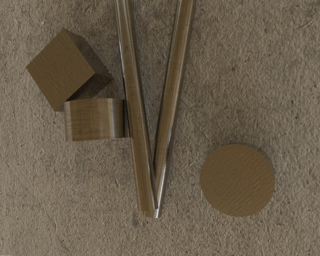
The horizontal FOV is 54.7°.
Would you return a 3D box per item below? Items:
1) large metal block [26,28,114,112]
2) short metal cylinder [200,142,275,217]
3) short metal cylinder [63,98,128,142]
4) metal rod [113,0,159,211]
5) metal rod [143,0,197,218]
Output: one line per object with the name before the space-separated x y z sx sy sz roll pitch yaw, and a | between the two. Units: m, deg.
large metal block | -0.128 -0.078 0.441 0.080 0.050 0.080 -39 78 16
short metal cylinder | 0.092 0.057 0.363 0.080 0.050 0.079 0 90 20
short metal cylinder | -0.084 -0.009 0.409 0.080 0.080 0.050 -5 89 20
metal rod | -0.034 -0.045 0.406 0.025 0.025 0.298 -11 81 19
metal rod | 0.013 -0.032 0.404 0.025 0.025 0.298 10 93 19
